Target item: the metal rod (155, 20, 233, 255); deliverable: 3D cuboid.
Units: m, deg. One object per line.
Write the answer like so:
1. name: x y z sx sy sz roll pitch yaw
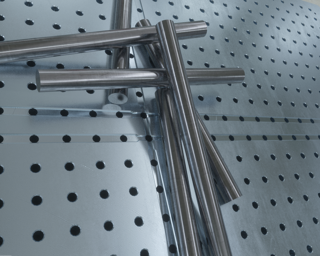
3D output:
1. metal rod: 0.039 0.007 0.382 0.025 0.025 0.299 -6 78 -31

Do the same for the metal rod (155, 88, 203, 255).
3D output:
1. metal rod: 0.025 0.081 0.371 0.025 0.025 0.299 6 59 -25

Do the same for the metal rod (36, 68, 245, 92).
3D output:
1. metal rod: -0.003 -0.067 0.413 0.302 0.025 0.025 -7 65 -31

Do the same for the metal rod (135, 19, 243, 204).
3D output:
1. metal rod: 0.034 -0.036 0.447 0.025 0.025 0.299 -14 69 -34

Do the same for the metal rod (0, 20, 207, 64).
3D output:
1. metal rod: -0.068 -0.118 0.414 0.302 0.025 0.025 -15 69 -24

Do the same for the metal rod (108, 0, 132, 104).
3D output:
1. metal rod: -0.057 -0.166 0.478 0.025 0.025 0.300 13 56 -21
